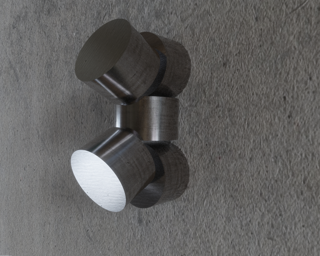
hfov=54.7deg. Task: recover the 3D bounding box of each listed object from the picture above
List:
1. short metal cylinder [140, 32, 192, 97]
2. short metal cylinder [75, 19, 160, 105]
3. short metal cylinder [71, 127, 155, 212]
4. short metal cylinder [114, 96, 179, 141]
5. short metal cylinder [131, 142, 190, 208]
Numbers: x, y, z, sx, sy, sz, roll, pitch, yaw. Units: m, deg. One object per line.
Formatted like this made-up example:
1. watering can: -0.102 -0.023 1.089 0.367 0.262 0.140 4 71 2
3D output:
1. short metal cylinder: -0.007 -0.077 0.397 0.080 0.050 0.080 0 90 40
2. short metal cylinder: -0.047 -0.073 0.345 0.080 0.050 0.080 -19 54 29
3. short metal cylinder: -0.052 0.046 0.347 0.080 0.050 0.079 22 131 28
4. short metal cylinder: -0.017 -0.012 0.386 0.080 0.081 0.050 2 92 40
5. short metal cylinder: -0.009 0.058 0.398 0.080 0.050 0.080 0 90 40
